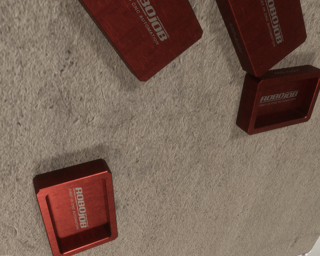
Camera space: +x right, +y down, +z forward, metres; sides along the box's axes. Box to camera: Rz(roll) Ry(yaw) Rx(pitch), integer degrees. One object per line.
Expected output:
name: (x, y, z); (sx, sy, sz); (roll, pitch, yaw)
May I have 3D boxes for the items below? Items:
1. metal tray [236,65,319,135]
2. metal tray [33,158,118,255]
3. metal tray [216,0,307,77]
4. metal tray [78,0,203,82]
metal tray: (0.186, -0.045, 0.480); (0.131, 0.030, 0.089); (-11, 123, -23)
metal tray: (-0.108, 0.110, 0.413); (0.091, 0.030, 0.129); (-14, 124, -21)
metal tray: (0.131, -0.140, 0.390); (0.090, 0.030, 0.130); (-39, 130, -3)
metal tray: (-0.021, -0.123, 0.317); (0.090, 0.030, 0.130); (-39, 130, -2)
